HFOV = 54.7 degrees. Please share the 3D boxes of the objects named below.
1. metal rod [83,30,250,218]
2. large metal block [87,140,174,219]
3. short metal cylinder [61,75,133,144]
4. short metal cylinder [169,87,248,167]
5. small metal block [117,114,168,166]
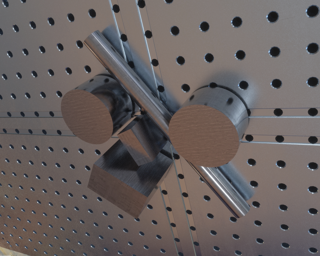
[{"bbox_3d":[0.013,0.000,0.399,0.300,0.025,0.025,49,129,-7],"label":"metal rod"},{"bbox_3d":[-0.040,0.063,0.430,0.080,0.080,0.050,30,129,9],"label":"large metal block"},{"bbox_3d":[-0.085,-0.025,0.419,0.080,0.050,0.079,13,124,21],"label":"short metal cylinder"},{"bbox_3d":[0.057,-0.001,0.359,0.080,0.050,0.079,13,124,21],"label":"short metal cylinder"},{"bbox_3d":[-0.021,0.013,0.409,0.025,0.050,0.050,-23,106,36],"label":"small metal block"}]
